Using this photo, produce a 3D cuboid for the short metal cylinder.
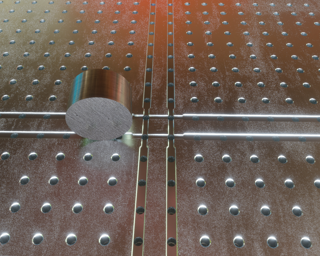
[{"bbox_3d":[-0.076,-0.028,0.395,0.080,0.080,0.050,-3,50,-3],"label":"short metal cylinder"}]
